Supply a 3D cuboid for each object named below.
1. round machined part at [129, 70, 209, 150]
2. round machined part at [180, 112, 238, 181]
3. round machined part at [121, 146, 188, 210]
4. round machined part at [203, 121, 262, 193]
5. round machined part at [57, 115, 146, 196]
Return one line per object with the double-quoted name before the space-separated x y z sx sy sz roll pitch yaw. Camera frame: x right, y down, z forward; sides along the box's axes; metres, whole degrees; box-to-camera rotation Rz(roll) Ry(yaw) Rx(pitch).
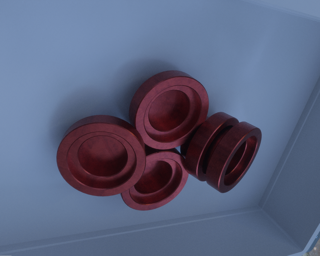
"round machined part" 0.008 -0.025 0.383 0.099 0.042 0.097 -14 124 -21
"round machined part" 0.066 0.021 0.431 0.099 0.042 0.097 -33 139 -34
"round machined part" -0.013 0.062 0.426 0.099 0.042 0.097 -14 124 -21
"round machined part" 0.091 0.034 0.416 0.099 0.042 0.097 -33 140 -34
"round machined part" -0.066 0.028 0.364 0.099 0.042 0.097 -2 116 -4
